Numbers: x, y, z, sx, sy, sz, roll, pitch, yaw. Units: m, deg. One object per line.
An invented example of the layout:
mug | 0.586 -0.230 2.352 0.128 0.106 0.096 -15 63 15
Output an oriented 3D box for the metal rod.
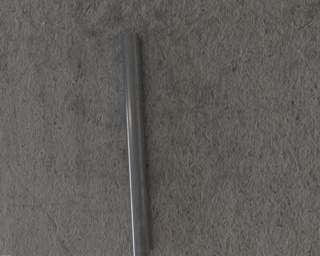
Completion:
metal rod | -0.033 0.022 0.420 0.025 0.025 0.298 -3 89 20
